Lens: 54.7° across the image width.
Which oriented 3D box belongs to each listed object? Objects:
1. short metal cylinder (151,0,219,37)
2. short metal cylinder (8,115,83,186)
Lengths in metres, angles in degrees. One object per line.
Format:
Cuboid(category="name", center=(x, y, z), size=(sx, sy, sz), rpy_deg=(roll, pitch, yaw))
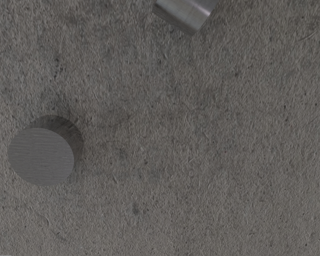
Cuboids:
Cuboid(category="short metal cylinder", center=(0.033, -0.145, 0.327), size=(0.050, 0.080, 0.080), rpy_deg=(30, 107, -11))
Cuboid(category="short metal cylinder", center=(-0.147, 0.028, 0.406), size=(0.081, 0.050, 0.079), rpy_deg=(0, 110, 0))
